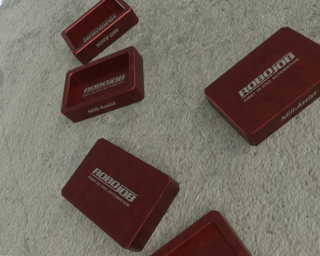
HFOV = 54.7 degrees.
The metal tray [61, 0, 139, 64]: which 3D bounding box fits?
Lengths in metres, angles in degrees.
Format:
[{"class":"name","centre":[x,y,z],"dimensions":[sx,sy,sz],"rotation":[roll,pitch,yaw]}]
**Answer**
[{"class":"metal tray","centre":[-0.114,-0.187,0.574],"dimensions":[0.130,0.030,0.090],"rotation":[-38,51,2]}]

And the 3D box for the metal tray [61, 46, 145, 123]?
[{"class":"metal tray","centre":[-0.090,-0.068,0.489],"dimensions":[0.130,0.030,0.090],"rotation":[-17,55,18]}]

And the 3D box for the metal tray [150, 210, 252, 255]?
[{"class":"metal tray","centre":[0.029,0.153,0.291],"dimensions":[0.130,0.030,0.090],"rotation":[-38,51,3]}]

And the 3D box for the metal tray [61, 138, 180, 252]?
[{"class":"metal tray","centre":[-0.052,0.076,0.381],"dimensions":[0.130,0.030,0.090],"rotation":[25,75,36]}]

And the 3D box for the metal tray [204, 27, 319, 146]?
[{"class":"metal tray","centre":[0.130,-0.052,0.364],"dimensions":[0.130,0.030,0.090],"rotation":[-39,51,2]}]
